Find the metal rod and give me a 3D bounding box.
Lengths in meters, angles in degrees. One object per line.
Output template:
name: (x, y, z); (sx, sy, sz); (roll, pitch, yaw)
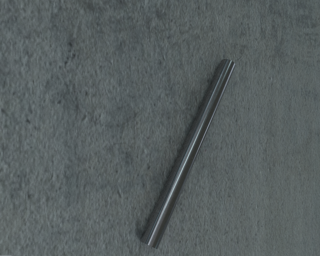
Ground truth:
metal rod: (0.047, 0.023, 0.446); (0.025, 0.025, 0.300); (40, 65, -33)
